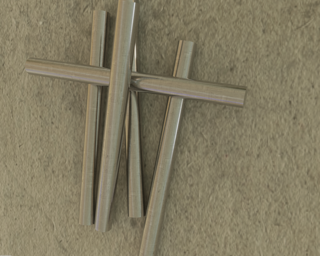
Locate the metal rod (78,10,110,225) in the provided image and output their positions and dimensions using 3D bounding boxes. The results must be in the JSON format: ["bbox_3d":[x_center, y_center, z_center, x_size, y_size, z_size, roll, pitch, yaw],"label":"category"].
[{"bbox_3d":[-0.093,-0.013,0.440,0.025,0.025,0.298,5,92,19],"label":"metal rod"}]

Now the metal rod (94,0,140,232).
[{"bbox_3d":[-0.057,0.000,0.389,0.025,0.025,0.298,16,110,19],"label":"metal rod"}]

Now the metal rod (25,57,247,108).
[{"bbox_3d":[-0.044,-0.062,0.395,0.301,0.025,0.025,11,94,19],"label":"metal rod"}]

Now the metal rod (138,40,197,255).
[{"bbox_3d":[0.008,0.038,0.405,0.025,0.025,0.298,12,94,19],"label":"metal rod"}]

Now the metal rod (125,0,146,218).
[{"bbox_3d":[-0.037,-0.031,0.421,0.025,0.025,0.298,-3,89,19],"label":"metal rod"}]
